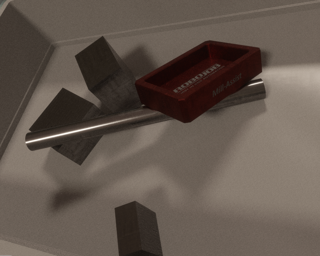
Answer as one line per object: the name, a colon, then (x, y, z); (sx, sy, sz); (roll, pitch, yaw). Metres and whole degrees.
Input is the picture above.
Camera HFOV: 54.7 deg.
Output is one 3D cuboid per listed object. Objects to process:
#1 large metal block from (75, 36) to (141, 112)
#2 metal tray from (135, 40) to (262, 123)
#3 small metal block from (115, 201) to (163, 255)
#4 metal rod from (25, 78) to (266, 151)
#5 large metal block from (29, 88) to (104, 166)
large metal block: (-0.070, -0.072, 0.449); (0.050, 0.080, 0.080); (-34, 52, 6)
metal tray: (0.047, -0.062, 0.374); (0.131, 0.030, 0.090); (-34, 37, -24)
small metal block: (-0.022, 0.112, 0.331); (0.025, 0.050, 0.050); (-23, 54, 14)
metal rod: (-0.023, -0.015, 0.388); (0.301, 0.025, 0.025); (-13, 56, 7)
large metal block: (-0.131, -0.004, 0.459); (0.080, 0.050, 0.080); (27, 76, 36)
